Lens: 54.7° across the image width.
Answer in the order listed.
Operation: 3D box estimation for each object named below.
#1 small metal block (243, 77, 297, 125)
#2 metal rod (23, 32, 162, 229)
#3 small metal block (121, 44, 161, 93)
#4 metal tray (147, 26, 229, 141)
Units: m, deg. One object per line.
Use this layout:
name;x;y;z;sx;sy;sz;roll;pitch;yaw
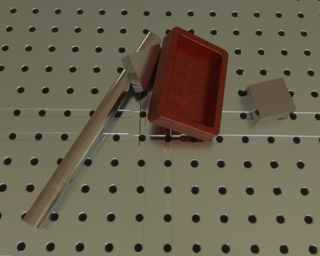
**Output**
small metal block;0.151;-0.037;0.427;0.050;0.025;0.050;-14;71;-5
metal rod;-0.080;-0.009;0.414;0.025;0.025;0.300;27;72;9
small metal block;-0.017;-0.081;0.423;0.050;0.025;0.050;-28;101;-28
metal tray;0.040;-0.058;0.410;0.091;0.030;0.130;19;69;-23
